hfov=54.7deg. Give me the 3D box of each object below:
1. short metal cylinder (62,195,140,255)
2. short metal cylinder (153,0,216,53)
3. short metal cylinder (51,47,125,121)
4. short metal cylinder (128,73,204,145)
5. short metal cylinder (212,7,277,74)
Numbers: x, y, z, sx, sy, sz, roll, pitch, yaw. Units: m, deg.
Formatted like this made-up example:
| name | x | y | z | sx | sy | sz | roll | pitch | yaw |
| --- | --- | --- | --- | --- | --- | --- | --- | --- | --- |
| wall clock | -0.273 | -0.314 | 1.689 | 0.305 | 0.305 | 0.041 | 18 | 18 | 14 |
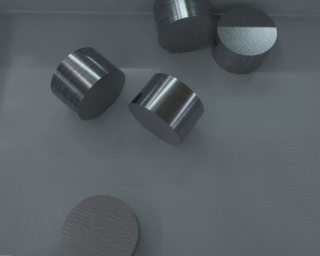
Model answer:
| name | x | y | z | sx | sy | sz | roll | pitch | yaw |
| --- | --- | --- | --- | --- | --- | --- | --- | --- | --- |
| short metal cylinder | -0.064 | 0.120 | 0.352 | 0.081 | 0.050 | 0.080 | 0 | 70 | 0 |
| short metal cylinder | 0.034 | -0.150 | 0.435 | 0.081 | 0.080 | 0.050 | -9 | 71 | -3 |
| short metal cylinder | -0.091 | -0.056 | 0.400 | 0.050 | 0.080 | 0.080 | 41 | 75 | 13 |
| short metal cylinder | 0.008 | -0.023 | 0.389 | 0.080 | 0.080 | 0.050 | 34 | 74 | 11 |
| short metal cylinder | 0.118 | -0.124 | 0.442 | 0.081 | 0.050 | 0.080 | 0 | 70 | 0 |
